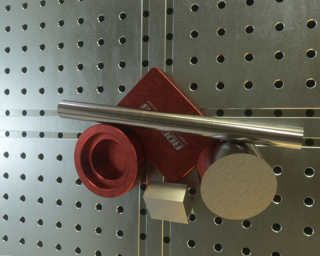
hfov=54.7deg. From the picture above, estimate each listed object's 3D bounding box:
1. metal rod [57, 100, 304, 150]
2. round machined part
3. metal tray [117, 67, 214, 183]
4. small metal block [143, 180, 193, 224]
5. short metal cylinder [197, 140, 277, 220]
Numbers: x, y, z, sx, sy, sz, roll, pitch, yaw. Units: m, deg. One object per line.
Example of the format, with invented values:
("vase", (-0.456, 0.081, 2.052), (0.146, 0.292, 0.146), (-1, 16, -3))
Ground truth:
("metal rod", (0.008, -0.007, 0.375), (0.301, 0.025, 0.025), (8, 93, 19))
("round machined part", (-0.064, 0.041, 0.420), (0.098, 0.042, 0.097), (3, 97, 24))
("metal tray", (0.009, -0.004, 0.407), (0.090, 0.030, 0.130), (-45, 77, 14))
("small metal block", (0.011, 0.094, 0.393), (0.050, 0.025, 0.050), (3, 134, 19))
("short metal cylinder", (0.084, 0.056, 0.353), (0.081, 0.050, 0.079), (0, 108, 2))
